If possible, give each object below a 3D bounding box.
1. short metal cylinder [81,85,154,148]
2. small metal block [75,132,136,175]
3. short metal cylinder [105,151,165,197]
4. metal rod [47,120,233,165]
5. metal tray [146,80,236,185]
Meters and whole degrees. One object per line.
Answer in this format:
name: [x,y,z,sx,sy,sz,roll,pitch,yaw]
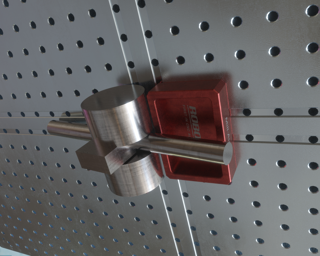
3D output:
short metal cylinder: [-0.053,-0.017,0.391,0.080,0.080,0.050,1,119,28]
small metal block: [-0.067,0.030,0.387,0.050,0.050,0.025,6,121,35]
short metal cylinder: [-0.038,0.049,0.425,0.080,0.080,0.050,2,119,27]
metal rod: [-0.050,0.013,0.416,0.300,0.025,0.025,7,122,35]
metal tray: [0.042,0.007,0.390,0.090,0.030,0.129,1,119,27]
